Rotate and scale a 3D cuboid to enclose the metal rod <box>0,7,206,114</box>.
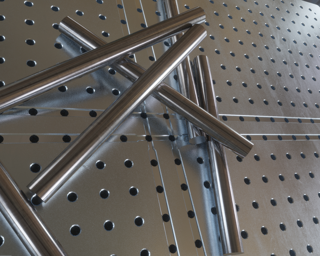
[{"bbox_3d":[-0.060,-0.095,0.391,0.302,0.025,0.025,-31,79,-25],"label":"metal rod"}]

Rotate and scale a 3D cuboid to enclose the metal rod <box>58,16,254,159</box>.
[{"bbox_3d":[-0.008,-0.056,0.416,0.300,0.025,0.025,35,51,3],"label":"metal rod"}]

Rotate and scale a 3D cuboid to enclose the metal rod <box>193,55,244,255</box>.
[{"bbox_3d":[0.077,0.018,0.437,0.025,0.025,0.299,10,57,-23],"label":"metal rod"}]

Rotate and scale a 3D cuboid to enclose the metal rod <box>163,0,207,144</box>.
[{"bbox_3d":[0.034,-0.114,0.495,0.025,0.025,0.299,6,59,-25],"label":"metal rod"}]

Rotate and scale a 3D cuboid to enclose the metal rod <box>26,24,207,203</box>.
[{"bbox_3d":[-0.033,-0.036,0.371,0.025,0.025,0.301,41,63,0],"label":"metal rod"}]

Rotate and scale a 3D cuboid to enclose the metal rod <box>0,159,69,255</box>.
[{"bbox_3d":[-0.172,0.028,0.298,0.025,0.025,0.300,-33,80,-38],"label":"metal rod"}]
